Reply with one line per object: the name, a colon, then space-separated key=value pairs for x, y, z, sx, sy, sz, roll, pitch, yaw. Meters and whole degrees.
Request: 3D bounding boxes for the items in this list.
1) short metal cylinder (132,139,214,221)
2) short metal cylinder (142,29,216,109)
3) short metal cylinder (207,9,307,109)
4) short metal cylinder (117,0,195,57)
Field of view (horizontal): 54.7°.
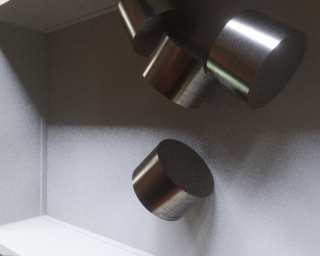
short metal cylinder: x=0.015 y=0.059 z=0.359 sx=0.050 sy=0.081 sz=0.080 roll=-48 pitch=62 yaw=29
short metal cylinder: x=0.027 y=-0.066 z=0.349 sx=0.080 sy=0.081 sz=0.050 roll=50 pitch=120 yaw=28
short metal cylinder: x=0.091 y=-0.065 z=0.296 sx=0.050 sy=0.081 sz=0.080 roll=42 pitch=116 yaw=31
short metal cylinder: x=-0.005 y=-0.131 z=0.375 sx=0.080 sy=0.081 sz=0.050 roll=-38 pitch=67 yaw=34
